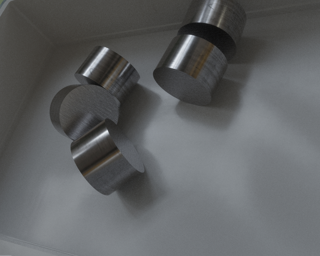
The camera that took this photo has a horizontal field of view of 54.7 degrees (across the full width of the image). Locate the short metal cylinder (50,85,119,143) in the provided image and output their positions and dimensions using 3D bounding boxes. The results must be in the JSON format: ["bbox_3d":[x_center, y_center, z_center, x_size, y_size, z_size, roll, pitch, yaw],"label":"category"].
[{"bbox_3d":[-0.105,-0.020,0.428,0.050,0.080,0.080,13,67,56],"label":"short metal cylinder"}]

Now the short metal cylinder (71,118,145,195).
[{"bbox_3d":[-0.063,0.035,0.381,0.050,0.080,0.080,-35,52,5],"label":"short metal cylinder"}]

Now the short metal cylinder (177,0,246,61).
[{"bbox_3d":[0.069,-0.131,0.414,0.080,0.080,0.050,9,66,31],"label":"short metal cylinder"}]

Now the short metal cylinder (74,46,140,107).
[{"bbox_3d":[-0.077,-0.074,0.454,0.080,0.080,0.050,23,74,36],"label":"short metal cylinder"}]

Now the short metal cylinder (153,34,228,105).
[{"bbox_3d":[0.038,-0.072,0.393,0.080,0.080,0.050,17,71,34],"label":"short metal cylinder"}]
